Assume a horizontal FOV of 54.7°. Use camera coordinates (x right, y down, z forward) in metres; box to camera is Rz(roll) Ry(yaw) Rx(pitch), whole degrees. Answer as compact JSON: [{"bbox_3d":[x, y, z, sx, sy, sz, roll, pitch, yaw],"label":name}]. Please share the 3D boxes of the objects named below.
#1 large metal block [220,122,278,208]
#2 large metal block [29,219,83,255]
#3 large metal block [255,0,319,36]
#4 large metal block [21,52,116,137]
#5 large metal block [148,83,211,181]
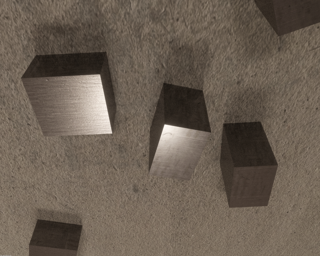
[{"bbox_3d":[0.114,0.049,0.414,0.050,0.080,0.079,-3,130,2],"label":"large metal block"},{"bbox_3d":[-0.193,0.219,0.574,0.081,0.050,0.079,11,129,-10],"label":"large metal block"},{"bbox_3d":[0.106,-0.137,0.256,0.050,0.080,0.080,-17,128,13],"label":"large metal block"},{"bbox_3d":[-0.098,-0.038,0.357,0.081,0.050,0.079,-3,130,1],"label":"large metal block"},{"bbox_3d":[0.020,0.004,0.375,0.050,0.080,0.079,10,129,-9],"label":"large metal block"}]
